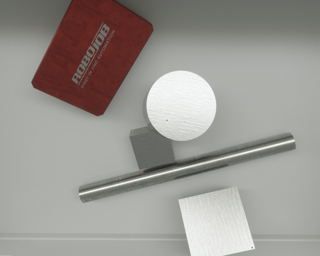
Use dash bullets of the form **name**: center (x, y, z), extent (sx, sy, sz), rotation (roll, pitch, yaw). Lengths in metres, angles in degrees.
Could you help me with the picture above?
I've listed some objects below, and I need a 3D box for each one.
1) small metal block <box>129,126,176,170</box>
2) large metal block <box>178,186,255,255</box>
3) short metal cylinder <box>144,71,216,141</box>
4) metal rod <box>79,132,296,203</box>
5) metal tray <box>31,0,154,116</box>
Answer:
- **small metal block**: center (-0.010, 0.024, 0.420), extent (0.050, 0.025, 0.050), rotation (-13, 110, 4)
- **large metal block**: center (0.076, 0.131, 0.427), extent (0.080, 0.050, 0.080), rotation (-14, 72, 4)
- **short metal cylinder**: center (0.021, -0.025, 0.375), extent (0.081, 0.050, 0.079), rotation (0, 90, -8)
- **metal rod**: center (0.034, 0.057, 0.432), extent (0.301, 0.025, 0.025), rotation (-15, 110, 5)
- **metal tray**: center (-0.080, -0.088, 0.364), extent (0.090, 0.030, 0.129), rotation (26, 109, -25)
